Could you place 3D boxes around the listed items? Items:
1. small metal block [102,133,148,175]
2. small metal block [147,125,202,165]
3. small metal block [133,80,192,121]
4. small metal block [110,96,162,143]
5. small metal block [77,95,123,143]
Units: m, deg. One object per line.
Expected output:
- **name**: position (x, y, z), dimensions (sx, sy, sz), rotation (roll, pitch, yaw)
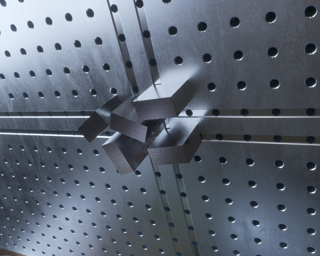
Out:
- **small metal block**: position (-0.047, 0.030, 0.436), dimensions (0.025, 0.050, 0.050), rotation (-19, 109, 35)
- **small metal block**: position (0.020, 0.022, 0.397), dimensions (0.050, 0.050, 0.025), rotation (-8, 114, 31)
- **small metal block**: position (0.004, -0.033, 0.371), dimensions (0.050, 0.050, 0.025), rotation (-4, 116, 30)
- **small metal block**: position (-0.029, -0.012, 0.401), dimensions (0.050, 0.050, 0.025), rotation (22, 126, 15)
- **small metal block**: position (-0.078, -0.012, 0.427), dimensions (0.025, 0.050, 0.050), rotation (48, 129, -6)
